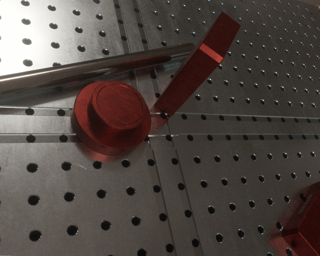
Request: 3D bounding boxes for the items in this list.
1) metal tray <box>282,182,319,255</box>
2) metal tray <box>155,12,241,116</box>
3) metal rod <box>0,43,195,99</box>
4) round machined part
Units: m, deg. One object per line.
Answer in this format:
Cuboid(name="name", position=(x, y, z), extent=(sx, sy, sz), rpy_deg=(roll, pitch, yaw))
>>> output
Cuboid(name="metal tray", position=(0.243, 0.145, 0.450), extent=(0.131, 0.030, 0.090), rpy_deg=(-34, 81, -38))
Cuboid(name="metal tray", position=(0.048, -0.082, 0.419), extent=(0.030, 0.129, 0.090), rpy_deg=(36, 51, -6))
Cuboid(name="metal rod", position=(-0.063, -0.087, 0.427), extent=(0.302, 0.025, 0.025), rpy_deg=(-21, 73, -36))
Cuboid(name="round machined part", position=(-0.055, -0.019, 0.380), extent=(0.099, 0.042, 0.098), rpy_deg=(14, 56, -21))
